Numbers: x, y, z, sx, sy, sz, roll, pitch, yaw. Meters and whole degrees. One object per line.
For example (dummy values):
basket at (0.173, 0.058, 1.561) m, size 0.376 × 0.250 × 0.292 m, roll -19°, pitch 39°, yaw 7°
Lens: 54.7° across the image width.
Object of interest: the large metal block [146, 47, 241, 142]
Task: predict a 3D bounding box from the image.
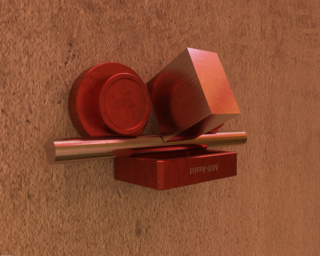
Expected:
large metal block at (0.036, -0.036, 0.368) m, size 0.050 × 0.080 × 0.080 m, roll -3°, pitch 68°, yaw -41°

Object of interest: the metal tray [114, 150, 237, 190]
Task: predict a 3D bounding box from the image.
metal tray at (0.021, 0.046, 0.384) m, size 0.131 × 0.090 × 0.030 m, roll -2°, pitch 91°, yaw -40°

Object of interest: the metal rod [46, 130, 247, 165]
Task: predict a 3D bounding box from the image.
metal rod at (0.012, 0.019, 0.391) m, size 0.302 × 0.025 × 0.025 m, roll -2°, pitch 91°, yaw -40°

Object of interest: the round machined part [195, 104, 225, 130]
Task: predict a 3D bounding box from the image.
round machined part at (0.062, -0.031, 0.448) m, size 0.099 × 0.042 × 0.097 m, roll 0°, pitch 90°, yaw -40°

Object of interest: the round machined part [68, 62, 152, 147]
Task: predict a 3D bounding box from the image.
round machined part at (-0.049, -0.026, 0.353) m, size 0.099 × 0.042 × 0.097 m, roll 0°, pitch 90°, yaw -40°
